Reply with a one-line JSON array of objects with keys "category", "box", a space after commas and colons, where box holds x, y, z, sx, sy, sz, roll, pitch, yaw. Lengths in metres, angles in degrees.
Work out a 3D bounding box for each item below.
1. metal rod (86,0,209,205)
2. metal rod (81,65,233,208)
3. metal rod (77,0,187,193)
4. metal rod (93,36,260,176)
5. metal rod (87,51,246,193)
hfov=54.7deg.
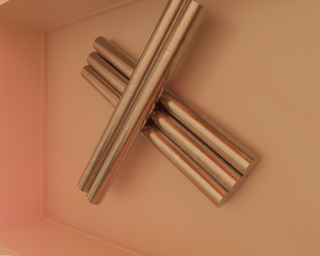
[{"category": "metal rod", "box": [-0.027, -0.016, 0.395, 0.025, 0.025, 0.298, 45, 117, 31]}, {"category": "metal rod", "box": [-0.022, -0.006, 0.423, 0.300, 0.025, 0.025, 42, 116, 32]}, {"category": "metal rod", "box": [-0.043, -0.031, 0.408, 0.025, 0.025, 0.298, 45, 117, 31]}, {"category": "metal rod", "box": [0.002, -0.045, 0.404, 0.300, 0.025, 0.025, 42, 116, 31]}, {"category": "metal rod", "box": [-0.010, -0.025, 0.413, 0.300, 0.025, 0.025, 42, 116, 32]}]
